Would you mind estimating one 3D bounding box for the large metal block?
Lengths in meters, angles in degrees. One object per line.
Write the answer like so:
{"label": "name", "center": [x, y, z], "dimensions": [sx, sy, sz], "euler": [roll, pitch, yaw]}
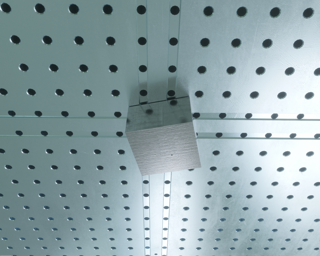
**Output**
{"label": "large metal block", "center": [0.007, 0.012, 0.404], "dimensions": [0.080, 0.050, 0.080], "euler": [-9, 130, 8]}
